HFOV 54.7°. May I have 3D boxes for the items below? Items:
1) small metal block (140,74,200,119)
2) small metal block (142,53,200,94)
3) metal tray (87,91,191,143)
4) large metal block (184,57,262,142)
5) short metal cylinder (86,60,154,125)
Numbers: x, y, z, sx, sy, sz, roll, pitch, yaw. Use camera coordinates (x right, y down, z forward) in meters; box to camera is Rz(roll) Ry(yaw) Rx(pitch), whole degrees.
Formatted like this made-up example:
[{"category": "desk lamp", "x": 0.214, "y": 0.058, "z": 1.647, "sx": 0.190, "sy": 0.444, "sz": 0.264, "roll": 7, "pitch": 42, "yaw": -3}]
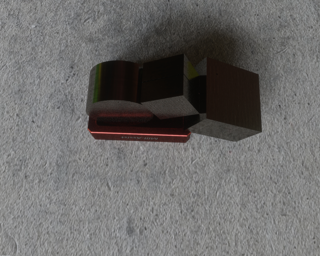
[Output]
[{"category": "small metal block", "x": 0.013, "y": -0.033, "z": 0.352, "sx": 0.050, "sy": 0.050, "sz": 0.025, "roll": -8, "pitch": 67, "yaw": 25}, {"category": "small metal block", "x": 0.014, "y": -0.058, "z": 0.362, "sx": 0.050, "sy": 0.050, "sz": 0.025, "roll": -8, "pitch": 67, "yaw": 25}, {"category": "metal tray", "x": -0.024, "y": -0.029, "z": 0.417, "sx": 0.131, "sy": 0.030, "sz": 0.090, "roll": 2, "pitch": 70, "yaw": 0}, {"category": "large metal block", "x": 0.079, "y": -0.033, "z": 0.393, "sx": 0.081, "sy": 0.050, "sz": 0.080, "roll": 12, "pitch": 68, "yaw": -23}, {"category": "short metal cylinder", "x": -0.047, "y": -0.040, "z": 0.381, "sx": 0.081, "sy": 0.080, "sz": 0.050, "roll": 1, "pitch": 70, "yaw": 0}]
